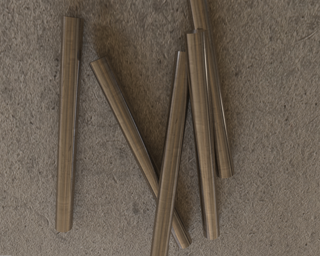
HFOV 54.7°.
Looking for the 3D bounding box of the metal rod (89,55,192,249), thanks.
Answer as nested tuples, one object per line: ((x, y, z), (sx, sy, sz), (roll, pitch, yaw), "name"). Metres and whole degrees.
((-0.019, 0.046, 0.426), (0.025, 0.025, 0.299), (-21, 109, 7), "metal rod")

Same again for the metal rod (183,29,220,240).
((0.058, 0.027, 0.405), (0.025, 0.025, 0.298), (-7, 115, 2), "metal rod")

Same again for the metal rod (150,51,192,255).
((0.014, 0.052, 0.408), (0.025, 0.025, 0.298), (6, 103, -3), "metal rod")

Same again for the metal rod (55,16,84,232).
((-0.122, 0.009, 0.411), (0.025, 0.025, 0.298), (8, 110, -3), "metal rod")

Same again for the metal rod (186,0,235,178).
((0.060, -0.073, 0.383), (0.025, 0.025, 0.298), (-12, 110, 4), "metal rod")
